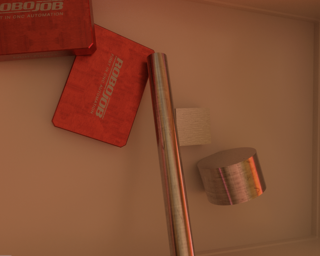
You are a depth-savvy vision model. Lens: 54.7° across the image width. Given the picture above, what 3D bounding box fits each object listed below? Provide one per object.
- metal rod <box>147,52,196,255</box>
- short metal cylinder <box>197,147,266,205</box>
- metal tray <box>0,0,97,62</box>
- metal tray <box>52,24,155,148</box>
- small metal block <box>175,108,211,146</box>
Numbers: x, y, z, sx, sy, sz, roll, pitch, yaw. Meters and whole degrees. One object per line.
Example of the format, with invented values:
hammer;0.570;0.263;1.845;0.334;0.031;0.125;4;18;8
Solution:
metal rod;0.014;0.056;0.335;0.025;0.025;0.299;-1;72;-20
short metal cylinder;0.096;0.063;0.419;0.081;0.080;0.050;-20;97;-19
metal tray;-0.141;-0.123;0.337;0.131;0.030;0.089;-6;91;-4
metal tray;-0.068;-0.050;0.383;0.091;0.030;0.129;20;83;-19
small metal block;0.041;-0.002;0.427;0.050;0.025;0.050;-3;91;-20
